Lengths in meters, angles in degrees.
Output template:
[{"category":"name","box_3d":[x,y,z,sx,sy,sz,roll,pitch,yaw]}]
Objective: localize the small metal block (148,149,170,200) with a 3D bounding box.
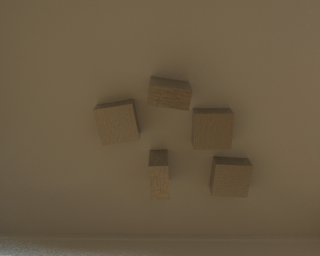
[{"category":"small metal block","box_3d":[-0.001,0.062,0.421,0.025,0.050,0.050,-2,110,1]}]

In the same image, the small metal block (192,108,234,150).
[{"category":"small metal block","box_3d":[0.069,0.001,0.412,0.050,0.025,0.050,0,110,0]}]

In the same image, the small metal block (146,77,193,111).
[{"category":"small metal block","box_3d":[0.011,-0.043,0.382,0.050,0.050,0.025,8,110,-3]}]

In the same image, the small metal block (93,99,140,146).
[{"category":"small metal block","box_3d":[-0.055,-0.008,0.408,0.050,0.025,0.050,-9,110,3]}]

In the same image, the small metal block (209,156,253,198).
[{"category":"small metal block","box_3d":[0.099,0.069,0.437,0.050,0.025,0.050,3,110,-2]}]
